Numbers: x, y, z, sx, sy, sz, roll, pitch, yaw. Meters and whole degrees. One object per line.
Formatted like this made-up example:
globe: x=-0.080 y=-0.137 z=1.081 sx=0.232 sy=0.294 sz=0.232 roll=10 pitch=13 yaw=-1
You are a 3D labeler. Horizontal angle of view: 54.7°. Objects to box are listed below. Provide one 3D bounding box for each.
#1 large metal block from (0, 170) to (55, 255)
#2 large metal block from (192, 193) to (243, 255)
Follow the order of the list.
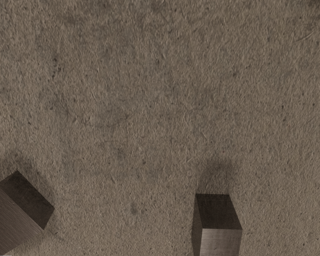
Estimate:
large metal block: x=-0.214 y=0.120 z=0.438 sx=0.080 sy=0.050 sz=0.080 roll=-33 pitch=107 yaw=11
large metal block: x=0.076 y=0.149 z=0.437 sx=0.050 sy=0.080 sz=0.079 roll=2 pitch=110 yaw=-1
